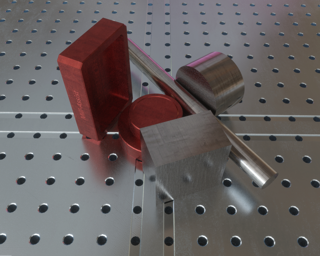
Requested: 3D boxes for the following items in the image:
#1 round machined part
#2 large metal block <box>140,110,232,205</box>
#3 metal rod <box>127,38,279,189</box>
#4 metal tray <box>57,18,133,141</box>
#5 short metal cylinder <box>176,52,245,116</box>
[{"bbox_3d":[-0.006,-0.007,0.402,0.099,0.042,0.098,0,50,0],"label":"round machined part"},{"bbox_3d":[0.025,0.034,0.344,0.081,0.080,0.050,-15,52,-13],"label":"large metal block"},{"bbox_3d":[0.032,-0.037,0.411,0.025,0.025,0.300,-28,56,-22],"label":"metal rod"},{"bbox_3d":[-0.073,-0.056,0.386,0.030,0.129,0.090,22,53,17],"label":"metal tray"},{"bbox_3d":[0.066,-0.056,0.418,0.050,0.080,0.080,-30,57,-23],"label":"short metal cylinder"}]
